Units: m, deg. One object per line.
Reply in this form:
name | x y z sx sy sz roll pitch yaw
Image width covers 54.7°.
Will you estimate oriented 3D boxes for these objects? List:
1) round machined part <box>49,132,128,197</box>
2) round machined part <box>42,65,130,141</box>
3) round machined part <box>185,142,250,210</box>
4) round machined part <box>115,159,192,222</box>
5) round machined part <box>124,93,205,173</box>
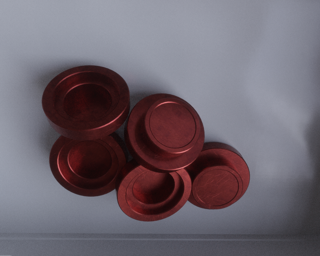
round machined part | -0.091 0.039 0.413 0.099 0.042 0.097 0 110 -1
round machined part | -0.085 -0.026 0.371 0.099 0.098 0.042 3 146 -2
round machined part | 0.076 0.072 0.428 0.099 0.042 0.097 0 110 -1
round machined part | -0.011 0.074 0.415 0.099 0.042 0.097 -6 117 -12
round machined part | 0.009 0.002 0.372 0.099 0.042 0.098 6 70 -16
